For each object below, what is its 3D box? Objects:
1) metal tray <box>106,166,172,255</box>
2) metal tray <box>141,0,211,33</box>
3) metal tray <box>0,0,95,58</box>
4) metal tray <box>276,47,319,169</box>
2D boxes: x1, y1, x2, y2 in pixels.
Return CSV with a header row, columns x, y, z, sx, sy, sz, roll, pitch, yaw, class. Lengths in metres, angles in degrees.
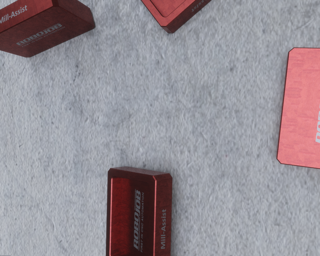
x,y,z,sx,sy,sz,roll,pitch,yaw,class
-0.029,0.119,0.397,0.090,0.030,0.129,2,90,43,metal tray
0.033,-0.198,0.393,0.130,0.030,0.090,-38,78,15,metal tray
-0.171,-0.143,0.433,0.130,0.090,0.030,-17,85,19,metal tray
0.183,-0.020,0.342,0.090,0.030,0.129,6,92,19,metal tray
